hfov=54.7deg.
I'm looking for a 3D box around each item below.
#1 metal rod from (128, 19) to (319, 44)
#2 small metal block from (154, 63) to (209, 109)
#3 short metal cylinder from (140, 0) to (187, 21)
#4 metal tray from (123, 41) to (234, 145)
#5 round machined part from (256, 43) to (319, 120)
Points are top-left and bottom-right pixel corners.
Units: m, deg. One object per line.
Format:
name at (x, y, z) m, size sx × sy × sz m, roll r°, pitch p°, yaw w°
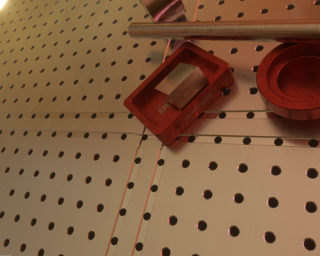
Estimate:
metal rod at (0.070, -0.127, 0.406) m, size 0.300 × 0.025 × 0.025 m, roll 15°, pitch 70°, yaw 39°
small metal block at (0.027, -0.056, 0.400) m, size 0.050 × 0.025 × 0.050 m, roll -45°, pitch 27°, yaw -4°
short metal cylinder at (0.000, -0.203, 0.498) m, size 0.050 × 0.080 × 0.080 m, roll -33°, pitch 52°, yaw 7°
metal tray at (0.024, -0.051, 0.423) m, size 0.130 × 0.030 × 0.090 m, roll -45°, pitch 51°, yaw -3°
round machined part at (0.161, -0.051, 0.344) m, size 0.098 × 0.042 × 0.098 m, roll -13°, pitch 56°, yaw 21°
